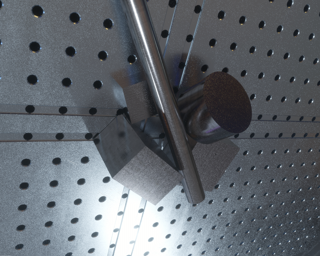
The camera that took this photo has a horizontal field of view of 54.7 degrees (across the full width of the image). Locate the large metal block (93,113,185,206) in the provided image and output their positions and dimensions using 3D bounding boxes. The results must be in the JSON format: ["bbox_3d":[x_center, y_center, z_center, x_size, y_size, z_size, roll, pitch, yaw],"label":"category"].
[{"bbox_3d":[-0.027,0.038,0.385,0.050,0.080,0.080,-45,130,3],"label":"large metal block"}]

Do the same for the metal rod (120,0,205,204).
[{"bbox_3d":[0.006,-0.033,0.356,0.025,0.025,0.298,-25,116,-13],"label":"metal rod"}]

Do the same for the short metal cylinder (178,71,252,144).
[{"bbox_3d":[0.069,-0.024,0.391,0.081,0.080,0.050,9,157,-33],"label":"short metal cylinder"}]

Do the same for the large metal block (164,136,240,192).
[{"bbox_3d":[0.055,0.041,0.452,0.080,0.050,0.080,19,108,-36],"label":"large metal block"}]

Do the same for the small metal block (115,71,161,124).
[{"bbox_3d":[-0.021,-0.039,0.377,0.050,0.025,0.050,-22,127,-16],"label":"small metal block"}]
